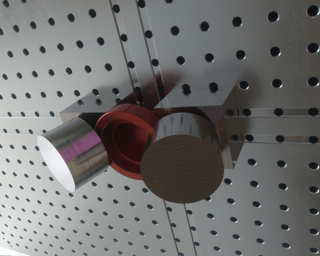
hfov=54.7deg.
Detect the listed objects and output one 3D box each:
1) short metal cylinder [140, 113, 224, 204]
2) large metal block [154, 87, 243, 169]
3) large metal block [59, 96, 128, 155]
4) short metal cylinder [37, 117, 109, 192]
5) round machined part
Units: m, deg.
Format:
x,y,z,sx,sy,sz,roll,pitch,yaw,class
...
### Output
x,y,z,sx,sy,sz,roll,pitch,yaw,class
0.023,0.030,0.320,0.080,0.050,0.079,2,116,5,short metal cylinder
0.048,0.000,0.369,0.080,0.050,0.080,-1,118,28,large metal block
-0.083,0.003,0.441,0.080,0.050,0.080,1,119,28,large metal block
-0.110,0.033,0.392,0.080,0.050,0.079,32,140,33,short metal cylinder
-0.028,0.013,0.385,0.098,0.042,0.097,13,124,21,round machined part
